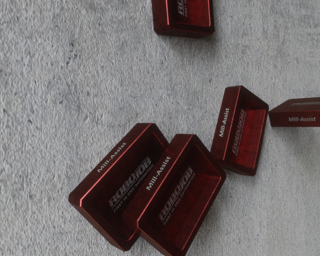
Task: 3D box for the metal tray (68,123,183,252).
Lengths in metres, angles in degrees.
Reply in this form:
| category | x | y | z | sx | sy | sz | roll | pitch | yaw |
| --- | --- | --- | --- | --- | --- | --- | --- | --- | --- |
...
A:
| category | x | y | z | sx | sy | sz | roll | pitch | yaw |
| --- | --- | --- | --- | --- | --- | --- | --- | --- | --- |
| metal tray | -0.032 | 0.067 | 0.374 | 0.130 | 0.030 | 0.090 | -49 | 119 | -29 |

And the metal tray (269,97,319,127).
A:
| category | x | y | z | sx | sy | sz | roll | pitch | yaw |
| --- | --- | --- | --- | --- | --- | --- | --- | --- | --- |
| metal tray | 0.282 | -0.031 | 0.572 | 0.091 | 0.130 | 0.030 | -25 | 106 | -37 |

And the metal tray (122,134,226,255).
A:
| category | x | y | z | sx | sy | sz | roll | pitch | yaw |
| --- | --- | --- | --- | --- | --- | --- | --- | --- | --- |
| metal tray | 0.024 | 0.082 | 0.381 | 0.090 | 0.030 | 0.130 | 50 | 61 | -29 |

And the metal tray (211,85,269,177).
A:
| category | x | y | z | sx | sy | sz | roll | pitch | yaw |
| --- | --- | --- | --- | --- | --- | --- | --- | --- | --- |
| metal tray | 0.133 | 0.006 | 0.512 | 0.090 | 0.030 | 0.130 | 25 | 74 | -37 |

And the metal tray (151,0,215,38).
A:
| category | x | y | z | sx | sy | sz | roll | pitch | yaw |
| --- | --- | --- | --- | --- | --- | --- | --- | --- | --- |
| metal tray | 0.030 | -0.194 | 0.425 | 0.091 | 0.030 | 0.129 | -8 | 95 | -40 |
